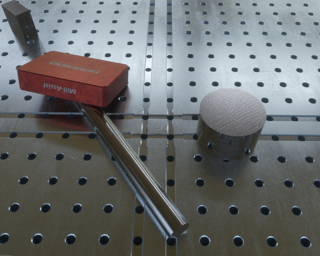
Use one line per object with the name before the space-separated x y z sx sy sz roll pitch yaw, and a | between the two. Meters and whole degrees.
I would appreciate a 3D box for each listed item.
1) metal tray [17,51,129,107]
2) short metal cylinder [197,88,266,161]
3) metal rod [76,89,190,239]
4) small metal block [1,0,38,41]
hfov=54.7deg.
metal tray | -0.121 -0.074 0.447 0.131 0.030 0.090 12 32 9
short metal cylinder | 0.089 -0.005 0.396 0.080 0.050 0.080 0 50 0
metal rod | -0.063 0.010 0.398 0.025 0.025 0.300 -27 55 -21
small metal block | -0.249 -0.191 0.550 0.050 0.050 0.025 37 59 26
